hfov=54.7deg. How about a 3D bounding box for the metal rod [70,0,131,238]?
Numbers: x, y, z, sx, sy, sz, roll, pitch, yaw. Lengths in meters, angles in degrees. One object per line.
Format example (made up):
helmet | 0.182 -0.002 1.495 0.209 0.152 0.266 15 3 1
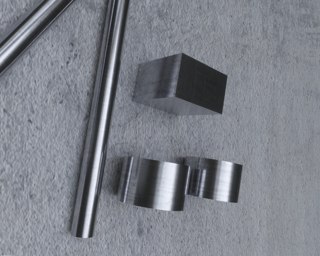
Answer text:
metal rod | -0.064 -0.032 0.351 0.025 0.025 0.298 13 82 -39

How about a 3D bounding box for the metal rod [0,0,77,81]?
metal rod | -0.124 -0.098 0.300 0.025 0.025 0.300 46 62 -30

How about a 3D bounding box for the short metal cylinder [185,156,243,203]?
short metal cylinder | 0.071 0.071 0.429 0.081 0.080 0.050 16 80 -39

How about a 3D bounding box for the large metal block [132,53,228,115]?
large metal block | 0.025 -0.050 0.389 0.081 0.080 0.050 16 80 -39

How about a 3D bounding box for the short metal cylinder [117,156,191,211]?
short metal cylinder | -0.007 0.064 0.363 0.081 0.080 0.050 15 80 -39
